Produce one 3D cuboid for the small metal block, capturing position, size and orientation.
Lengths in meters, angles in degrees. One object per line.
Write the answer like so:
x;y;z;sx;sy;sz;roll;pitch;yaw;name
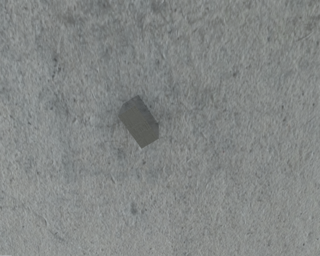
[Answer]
-0.026;-0.009;0.393;0.025;0.050;0.050;-31;108;10;small metal block
